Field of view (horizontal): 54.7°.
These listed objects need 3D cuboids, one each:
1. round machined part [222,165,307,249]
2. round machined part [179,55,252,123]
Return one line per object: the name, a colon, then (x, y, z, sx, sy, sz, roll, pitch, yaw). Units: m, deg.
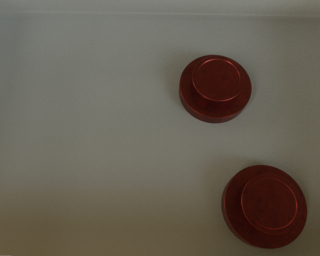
round machined part: (0.126, 0.091, 0.368, 0.099, 0.042, 0.098, 0, 70, 0)
round machined part: (0.076, -0.059, 0.422, 0.099, 0.042, 0.098, 0, 70, 0)
